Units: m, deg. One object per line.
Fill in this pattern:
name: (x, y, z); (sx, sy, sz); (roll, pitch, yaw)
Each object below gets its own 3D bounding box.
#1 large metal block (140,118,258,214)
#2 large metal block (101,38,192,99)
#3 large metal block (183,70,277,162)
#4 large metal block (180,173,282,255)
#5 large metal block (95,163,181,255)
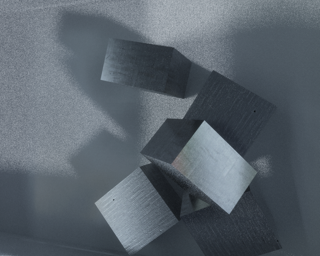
large metal block: (0.037, 0.035, 0.322); (0.080, 0.080, 0.050); (42, 77, -20)
large metal block: (-0.014, -0.072, 0.385); (0.080, 0.080, 0.050); (14, 95, 19)
large metal block: (0.080, -0.011, 0.369); (0.080, 0.050, 0.080); (34, 101, 16)
large metal block: (0.080, 0.102, 0.354); (0.080, 0.050, 0.080); (-26, 106, 18)
large metal block: (-0.023, 0.103, 0.404); (0.080, 0.050, 0.080); (-40, 78, 15)
